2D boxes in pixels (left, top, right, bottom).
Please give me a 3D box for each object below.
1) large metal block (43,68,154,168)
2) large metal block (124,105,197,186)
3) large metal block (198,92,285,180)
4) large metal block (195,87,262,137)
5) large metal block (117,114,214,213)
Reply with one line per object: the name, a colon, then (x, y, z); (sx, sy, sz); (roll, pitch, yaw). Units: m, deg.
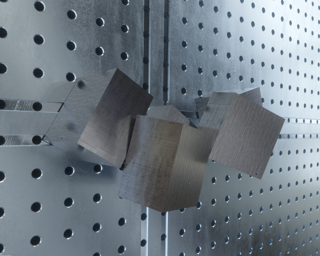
large metal block: (-0.064, -0.010, 0.320); (0.050, 0.080, 0.080); (37, 67, -34)
large metal block: (0.008, 0.027, 0.401); (0.080, 0.050, 0.080); (39, 66, -33)
large metal block: (0.094, 0.008, 0.384); (0.080, 0.050, 0.080); (23, 88, -22)
large metal block: (0.107, -0.014, 0.465); (0.050, 0.080, 0.079); (-21, 104, -38)
large metal block: (0.009, 0.036, 0.317); (0.080, 0.050, 0.080); (17, 86, -60)
